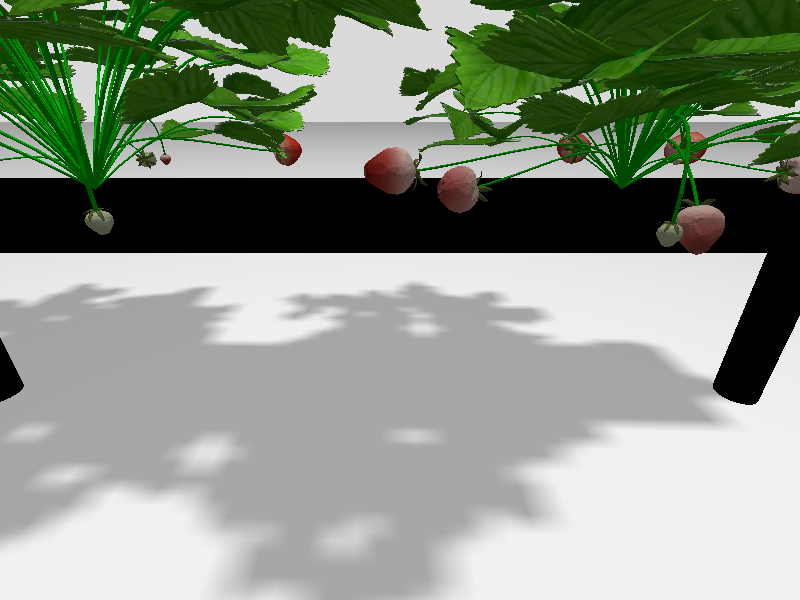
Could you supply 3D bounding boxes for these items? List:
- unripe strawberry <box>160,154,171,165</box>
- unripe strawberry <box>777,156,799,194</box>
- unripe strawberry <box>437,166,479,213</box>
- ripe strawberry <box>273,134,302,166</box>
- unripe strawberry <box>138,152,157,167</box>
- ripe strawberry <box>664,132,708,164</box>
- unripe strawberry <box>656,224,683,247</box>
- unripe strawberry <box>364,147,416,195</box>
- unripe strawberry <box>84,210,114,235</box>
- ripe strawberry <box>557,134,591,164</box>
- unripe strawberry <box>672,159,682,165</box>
[{"bbox_3d":[-0.284,-0.170,0.485,0.012,0.012,0.010,-4,26,-8],"label":"unripe strawberry"},{"bbox_3d":[0.329,-0.103,0.324,0.034,0.033,0.031,3,26,5],"label":"unripe strawberry"},{"bbox_3d":[0.036,-0.071,0.257,0.027,0.029,0.025,-14,29,-26],"label":"unripe strawberry"},{"bbox_3d":[-0.136,-0.183,0.488,0.034,0.036,0.037,17,30,32],"label":"ripe strawberry"},{"bbox_3d":[-0.293,-0.164,0.466,0.019,0.016,0.019,-6,18,-12],"label":"unripe strawberry"},{"bbox_3d":[0.343,-0.182,0.479,0.042,0.036,0.042,22,31,39],"label":"ripe strawberry"},{"bbox_3d":[0.129,-0.031,0.191,0.011,0.011,0.010,9,27,18],"label":"unripe strawberry"},{"bbox_3d":[-0.008,-0.100,0.311,0.040,0.034,0.039,-4,26,-7],"label":"unripe strawberry"},{"bbox_3d":[-0.140,-0.036,0.187,0.011,0.011,0.010,-17,30,-32],"label":"unripe strawberry"},{"bbox_3d":[0.213,-0.187,0.494,0.039,0.035,0.035,3,25,7],"label":"ripe strawberry"},{"bbox_3d":[0.311,-0.156,0.450,0.009,0.010,0.010,23,34,39],"label":"unripe strawberry"}]
